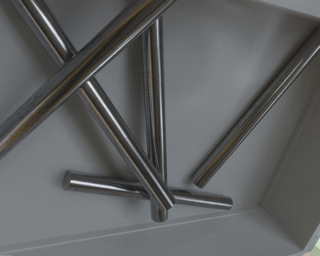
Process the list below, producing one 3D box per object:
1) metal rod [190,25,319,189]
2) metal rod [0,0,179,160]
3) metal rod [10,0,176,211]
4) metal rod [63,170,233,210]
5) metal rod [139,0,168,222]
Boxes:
[{"bbox_3d":[0.151,-0.027,0.473,0.025,0.025,0.299,32,100,-38],"label":"metal rod"},{"bbox_3d":[-0.107,-0.026,0.292,0.300,0.025,0.025,-38,131,14],"label":"metal rod"},{"bbox_3d":[-0.058,-0.013,0.336,0.025,0.025,0.299,-34,119,-6],"label":"metal rod"},{"bbox_3d":[0.003,0.100,0.471,0.302,0.025,0.025,17,110,-35],"label":"metal rod"},{"bbox_3d":[-0.005,-0.005,0.384,0.025,0.025,0.298,-13,119,-21],"label":"metal rod"}]
